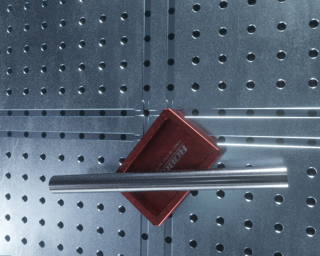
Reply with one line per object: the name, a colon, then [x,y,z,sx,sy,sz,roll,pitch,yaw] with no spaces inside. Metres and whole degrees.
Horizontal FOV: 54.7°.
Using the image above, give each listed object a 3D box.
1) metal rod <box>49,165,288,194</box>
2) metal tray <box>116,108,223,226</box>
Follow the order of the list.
metal rod: [-0.005,0.066,0.381,0.301,0.025,0.025,-5,88,19]
metal tray: [0.007,0.050,0.407,0.090,0.030,0.130,41,103,15]
